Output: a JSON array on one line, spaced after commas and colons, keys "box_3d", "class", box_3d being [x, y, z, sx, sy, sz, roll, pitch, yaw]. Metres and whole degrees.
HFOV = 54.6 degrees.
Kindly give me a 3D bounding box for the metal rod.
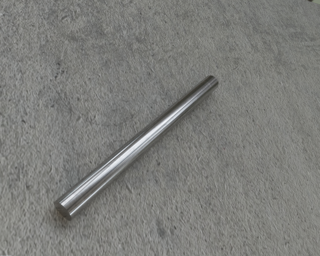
[{"box_3d": [-0.007, 0.005, 0.399, 0.025, 0.025, 0.302, 46, 51, 4], "class": "metal rod"}]
